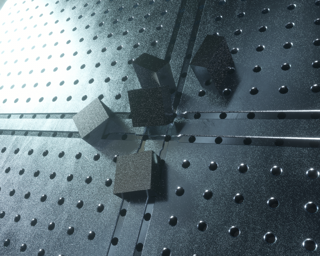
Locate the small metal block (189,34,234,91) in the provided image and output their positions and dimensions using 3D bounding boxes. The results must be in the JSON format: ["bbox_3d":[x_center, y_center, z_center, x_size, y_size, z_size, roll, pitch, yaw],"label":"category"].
[{"bbox_3d":[0.070,-0.086,0.409,0.025,0.050,0.050,20,72,35],"label":"small metal block"}]

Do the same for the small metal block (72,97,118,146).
[{"bbox_3d":[-0.098,-0.010,0.467,0.050,0.025,0.050,-38,51,3],"label":"small metal block"}]

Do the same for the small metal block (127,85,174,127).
[{"bbox_3d":[-0.012,-0.029,0.417,0.050,0.025,0.050,-3,100,27],"label":"small metal block"}]

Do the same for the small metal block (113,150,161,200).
[{"bbox_3d":[-0.028,0.059,0.388,0.050,0.025,0.050,-12,57,22],"label":"small metal block"}]

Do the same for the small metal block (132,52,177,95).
[{"bbox_3d":[-0.007,-0.073,0.439,0.050,0.050,0.025,30,63,38],"label":"small metal block"}]
